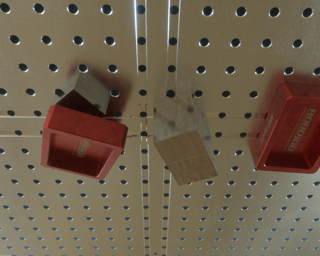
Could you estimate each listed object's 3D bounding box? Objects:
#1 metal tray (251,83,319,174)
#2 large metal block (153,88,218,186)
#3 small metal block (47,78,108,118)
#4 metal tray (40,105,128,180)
[{"bbox_3d":[0.187,0.005,0.414,0.091,0.030,0.129,4,130,-4],"label":"metal tray"},{"bbox_3d":[0.031,0.011,0.385,0.050,0.080,0.080,-18,128,14],"label":"large metal block"},{"bbox_3d":[-0.102,-0.026,0.388,0.050,0.025,0.050,-33,123,24],"label":"small metal block"},{"bbox_3d":[-0.102,0.025,0.398,0.091,0.030,0.129,16,149,-14],"label":"metal tray"}]
